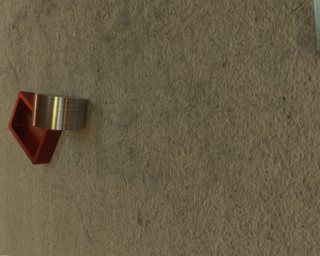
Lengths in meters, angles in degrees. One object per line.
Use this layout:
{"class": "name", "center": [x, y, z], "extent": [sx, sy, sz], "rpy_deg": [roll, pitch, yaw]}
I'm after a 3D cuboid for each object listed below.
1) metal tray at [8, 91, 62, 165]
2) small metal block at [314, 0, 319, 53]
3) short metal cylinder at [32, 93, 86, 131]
{"class": "metal tray", "center": [-0.246, -0.002, 0.604], "extent": [0.130, 0.030, 0.089], "rpy_deg": [41, 115, 32]}
{"class": "small metal block", "center": [0.165, -0.095, 0.269], "extent": [0.050, 0.025, 0.050], "rpy_deg": [-5, 87, 40]}
{"class": "short metal cylinder", "center": [-0.164, -0.027, 0.504], "extent": [0.080, 0.081, 0.050], "rpy_deg": [13, 98, 39]}
